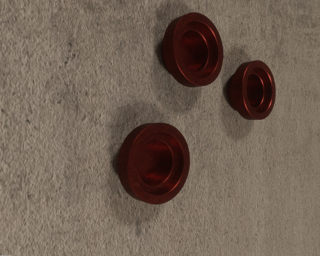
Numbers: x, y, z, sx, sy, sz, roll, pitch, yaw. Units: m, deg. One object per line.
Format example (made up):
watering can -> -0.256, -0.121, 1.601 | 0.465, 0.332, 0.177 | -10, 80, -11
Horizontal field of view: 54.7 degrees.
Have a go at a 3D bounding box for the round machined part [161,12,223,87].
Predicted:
round machined part -> 0.040, -0.105, 0.430 | 0.099, 0.042, 0.097 | 0, 90, -40

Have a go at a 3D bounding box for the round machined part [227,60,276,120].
round machined part -> 0.151, -0.062, 0.523 | 0.099, 0.042, 0.097 | 0, 90, -40

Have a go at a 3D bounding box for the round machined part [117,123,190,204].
round machined part -> -0.012, 0.042, 0.386 | 0.099, 0.042, 0.097 | 0, 90, -40
